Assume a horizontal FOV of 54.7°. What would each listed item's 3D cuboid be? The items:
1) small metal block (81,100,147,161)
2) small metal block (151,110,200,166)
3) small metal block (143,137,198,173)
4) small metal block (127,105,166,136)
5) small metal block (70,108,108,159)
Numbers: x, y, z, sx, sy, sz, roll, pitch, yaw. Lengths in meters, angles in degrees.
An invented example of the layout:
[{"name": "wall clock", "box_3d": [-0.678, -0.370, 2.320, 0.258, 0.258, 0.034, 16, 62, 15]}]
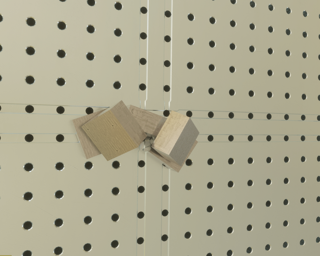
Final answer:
[{"name": "small metal block", "box_3d": [-0.052, 0.004, 0.351, 0.050, 0.050, 0.025, 55, 35, -12]}, {"name": "small metal block", "box_3d": [0.020, 0.014, 0.380, 0.050, 0.025, 0.050, -60, 152, -11]}, {"name": "small metal block", "box_3d": [0.015, 0.024, 0.419, 0.050, 0.025, 0.050, 37, 78, -17]}, {"name": "small metal block", "box_3d": [-0.024, -0.008, 0.391, 0.050, 0.050, 0.025, 20, 84, -19]}, {"name": "small metal block", "box_3d": [-0.077, 0.006, 0.385, 0.050, 0.025, 0.050, -21, 97, -19]}]
